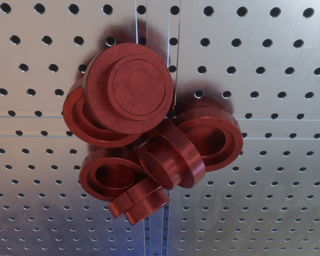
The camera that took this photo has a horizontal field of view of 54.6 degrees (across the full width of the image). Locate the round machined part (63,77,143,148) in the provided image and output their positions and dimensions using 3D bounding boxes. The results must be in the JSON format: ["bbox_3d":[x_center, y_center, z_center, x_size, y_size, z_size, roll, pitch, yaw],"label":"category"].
[{"bbox_3d":[-0.063,-0.025,0.377,0.099,0.042,0.097,0,130,0],"label":"round machined part"}]

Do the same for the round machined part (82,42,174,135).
[{"bbox_3d":[-0.028,-0.041,0.329,0.099,0.042,0.097,-1,93,-26],"label":"round machined part"}]

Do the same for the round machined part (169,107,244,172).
[{"bbox_3d":[0.056,0.011,0.409,0.099,0.042,0.097,0,130,0],"label":"round machined part"}]

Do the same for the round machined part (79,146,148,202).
[{"bbox_3d":[-0.064,0.063,0.452,0.099,0.042,0.097,0,130,0],"label":"round machined part"}]

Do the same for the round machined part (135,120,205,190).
[{"bbox_3d":[0.007,0.040,0.394,0.042,0.098,0.098,-38,133,-23],"label":"round machined part"}]

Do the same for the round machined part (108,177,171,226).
[{"bbox_3d":[-0.023,0.107,0.453,0.098,0.042,0.098,-32,166,-9],"label":"round machined part"}]
